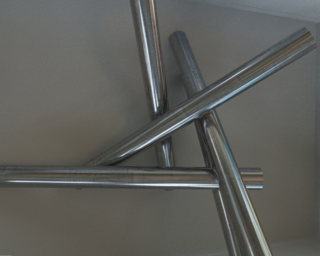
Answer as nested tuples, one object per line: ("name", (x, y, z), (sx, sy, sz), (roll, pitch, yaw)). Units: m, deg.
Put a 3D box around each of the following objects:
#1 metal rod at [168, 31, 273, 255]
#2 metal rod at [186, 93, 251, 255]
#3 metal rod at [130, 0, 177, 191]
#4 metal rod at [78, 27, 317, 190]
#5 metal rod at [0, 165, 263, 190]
("metal rod", (0.057, 0.002, 0.345), (0.025, 0.025, 0.299), (-3, 57, -20))
("metal rod", (0.070, 0.054, 0.371), (0.025, 0.025, 0.299), (-4, 66, -20))
("metal rod", (-0.006, -0.053, 0.346), (0.025, 0.025, 0.298), (-20, 121, -19))
("metal rod", (0.022, -0.012, 0.339), (0.300, 0.025, 0.025), (-32, 103, 14))
("metal rod", (-0.041, 0.055, 0.342), (0.302, 0.025, 0.025), (1, 90, 0))
